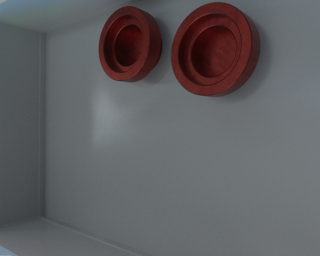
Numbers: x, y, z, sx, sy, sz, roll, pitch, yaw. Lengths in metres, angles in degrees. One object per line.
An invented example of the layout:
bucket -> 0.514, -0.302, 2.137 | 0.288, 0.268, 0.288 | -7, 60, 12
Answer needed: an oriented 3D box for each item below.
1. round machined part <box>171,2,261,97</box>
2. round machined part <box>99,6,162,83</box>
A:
round machined part -> 0.064, -0.083, 0.342 | 0.098, 0.042, 0.097 | 0, 90, 39
round machined part -> -0.036, -0.111, 0.423 | 0.098, 0.042, 0.097 | 0, 90, 39
